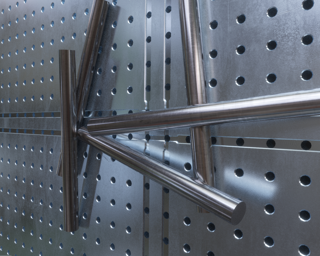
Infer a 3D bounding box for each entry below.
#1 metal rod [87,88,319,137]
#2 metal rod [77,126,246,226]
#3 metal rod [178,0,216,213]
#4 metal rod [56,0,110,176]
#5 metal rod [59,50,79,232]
[{"bbox_3d":[0.041,-0.014,0.342,0.300,0.025,0.025,-6,86,29],"label":"metal rod"},{"bbox_3d":[-0.024,0.046,0.406,0.300,0.025,0.025,20,103,44],"label":"metal rod"},{"bbox_3d":[0.043,-0.052,0.372,0.025,0.025,0.298,-8,85,39],"label":"metal rod"},{"bbox_3d":[-0.130,-0.059,0.513,0.025,0.025,0.298,26,106,37],"label":"metal rod"},{"bbox_3d":[-0.148,0.026,0.505,0.025,0.025,0.298,10,104,39],"label":"metal rod"}]
